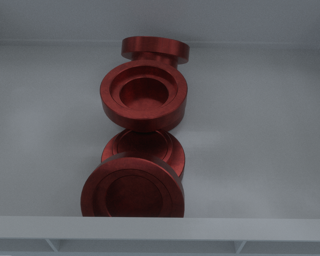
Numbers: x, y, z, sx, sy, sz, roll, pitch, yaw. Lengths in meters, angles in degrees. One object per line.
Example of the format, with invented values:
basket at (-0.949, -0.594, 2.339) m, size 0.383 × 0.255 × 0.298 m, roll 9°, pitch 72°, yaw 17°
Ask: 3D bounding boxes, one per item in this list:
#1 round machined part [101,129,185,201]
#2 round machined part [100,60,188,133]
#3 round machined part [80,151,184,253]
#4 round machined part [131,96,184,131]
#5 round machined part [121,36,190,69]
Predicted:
round machined part at (-0.020, 0.034, 0.362) m, size 0.099 × 0.042 × 0.098 m, roll 0°, pitch 50°, yaw 0°
round machined part at (-0.018, -0.033, 0.364) m, size 0.099 × 0.042 × 0.098 m, roll 0°, pitch 50°, yaw 0°
round machined part at (-0.025, 0.070, 0.310) m, size 0.099 × 0.097 × 0.042 m, roll 5°, pitch 13°, yaw 3°
round machined part at (-0.014, -0.041, 0.426) m, size 0.099 × 0.042 × 0.098 m, roll 0°, pitch 50°, yaw 0°
round machined part at (-0.008, -0.101, 0.453) m, size 0.099 × 0.098 × 0.042 m, roll 5°, pitch 93°, yaw 4°
